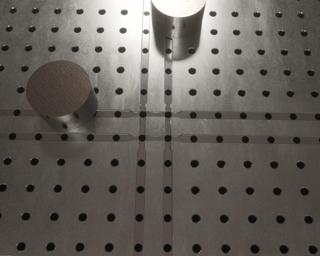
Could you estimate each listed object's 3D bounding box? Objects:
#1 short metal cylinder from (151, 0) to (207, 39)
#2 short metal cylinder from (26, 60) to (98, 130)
[{"bbox_3d":[0.027,-0.182,0.466,0.081,0.050,0.080,0,70,0],"label":"short metal cylinder"},{"bbox_3d":[-0.128,-0.042,0.412,0.081,0.050,0.080,0,70,0],"label":"short metal cylinder"}]
